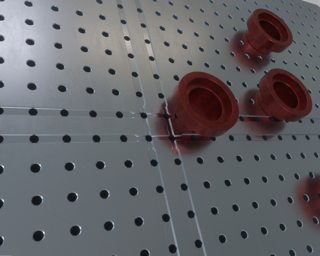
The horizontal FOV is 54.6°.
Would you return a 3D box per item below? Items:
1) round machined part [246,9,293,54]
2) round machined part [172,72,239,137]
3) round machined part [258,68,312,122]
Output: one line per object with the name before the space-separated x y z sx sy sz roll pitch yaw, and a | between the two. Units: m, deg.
round machined part | 0.216 -0.190 0.628 0.099 0.042 0.098 13 56 -21
round machined part | 0.061 -0.030 0.448 0.099 0.042 0.098 13 56 -21
round machined part | 0.213 -0.053 0.543 0.099 0.042 0.098 13 56 -21
